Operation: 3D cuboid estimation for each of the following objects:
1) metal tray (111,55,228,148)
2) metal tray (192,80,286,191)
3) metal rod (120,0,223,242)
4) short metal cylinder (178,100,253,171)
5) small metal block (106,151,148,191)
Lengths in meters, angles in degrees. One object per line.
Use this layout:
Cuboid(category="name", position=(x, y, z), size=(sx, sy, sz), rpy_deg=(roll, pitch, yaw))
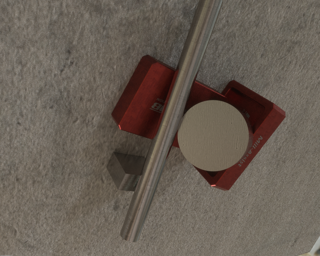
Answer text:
Cuboid(category="metal tray", position=(0.016, -0.026, 0.398), size=(0.131, 0.030, 0.090), rpy_deg=(20, 108, -36))
Cuboid(category="metal tray", position=(0.095, 0.008, 0.425), size=(0.030, 0.090, 0.129), rpy_deg=(26, 104, -37))
Cuboid(category="metal rod", position=(0.009, -0.001, 0.363), size=(0.025, 0.025, 0.298), rpy_deg=(11, 104, -34))
Cuboid(category="short metal cylinder", position=(0.067, 0.009, 0.369), size=(0.080, 0.080, 0.050), rpy_deg=(-56, 161, 11))
Cuboid(category="small metal block", position=(-0.037, 0.058, 0.409), size=(0.050, 0.050, 0.025), rpy_deg=(13, 112, -34))
